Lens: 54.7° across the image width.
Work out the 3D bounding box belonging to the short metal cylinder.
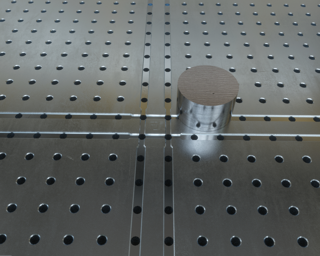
[{"bbox_3d":[0.063,-0.042,0.427,0.081,0.050,0.080,0,50,0],"label":"short metal cylinder"}]
